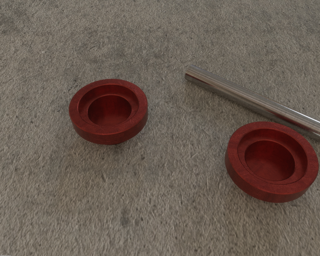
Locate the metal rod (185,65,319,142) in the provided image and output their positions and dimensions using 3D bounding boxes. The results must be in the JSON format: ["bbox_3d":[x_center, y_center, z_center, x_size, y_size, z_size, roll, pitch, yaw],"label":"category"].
[{"bbox_3d":[0.167,-0.018,0.420,0.300,0.025,0.025,29,56,22],"label":"metal rod"}]

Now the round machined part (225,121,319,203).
[{"bbox_3d":[0.124,0.042,0.358,0.099,0.042,0.098,0,50,0],"label":"round machined part"}]

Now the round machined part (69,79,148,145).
[{"bbox_3d":[-0.065,-0.017,0.405,0.099,0.042,0.098,0,50,0],"label":"round machined part"}]
